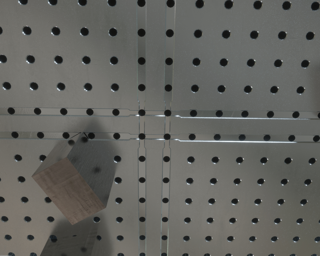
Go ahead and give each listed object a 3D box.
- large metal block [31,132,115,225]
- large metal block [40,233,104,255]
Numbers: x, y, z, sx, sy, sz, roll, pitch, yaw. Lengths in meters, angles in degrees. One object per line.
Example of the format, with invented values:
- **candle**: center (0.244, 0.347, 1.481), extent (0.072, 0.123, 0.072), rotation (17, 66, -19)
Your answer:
- **large metal block**: center (-0.108, 0.063, 0.406), extent (0.050, 0.080, 0.080), rotation (-29, 108, 10)
- **large metal block**: center (-0.131, 0.216, 0.478), extent (0.080, 0.050, 0.079), rotation (-9, 110, 3)
